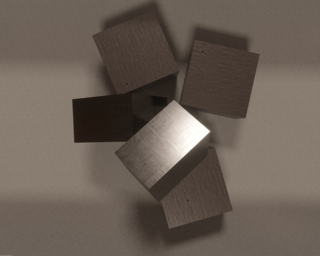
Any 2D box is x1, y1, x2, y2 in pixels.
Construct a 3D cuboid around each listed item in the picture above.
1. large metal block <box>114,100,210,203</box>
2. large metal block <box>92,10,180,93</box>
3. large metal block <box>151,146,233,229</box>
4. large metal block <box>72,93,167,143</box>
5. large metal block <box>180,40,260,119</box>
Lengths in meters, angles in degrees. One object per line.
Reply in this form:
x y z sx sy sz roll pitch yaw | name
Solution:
0.006 0.029 0.336 0.080 0.080 0.050 -42 70 -11 | large metal block
-0.029 -0.091 0.399 0.080 0.050 0.080 -23 90 -1 | large metal block
0.039 0.073 0.400 0.080 0.050 0.080 -16 90 -1 | large metal block
-0.044 -0.011 0.369 0.080 0.080 0.050 -3 90 28 | large metal block
0.073 -0.059 0.400 0.080 0.050 0.080 12 90 -1 | large metal block
